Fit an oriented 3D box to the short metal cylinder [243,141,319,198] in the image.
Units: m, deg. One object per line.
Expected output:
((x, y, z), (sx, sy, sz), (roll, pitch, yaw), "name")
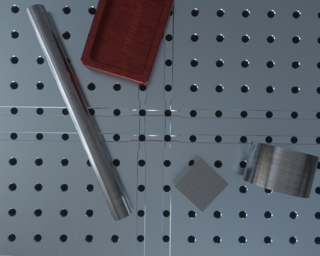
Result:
((0.150, 0.051, 0.388), (0.080, 0.080, 0.050), (14, 90, -1), "short metal cylinder")

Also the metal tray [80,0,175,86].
((-0.041, -0.131, 0.410), (0.090, 0.030, 0.129), (17, 90, -1), "metal tray")

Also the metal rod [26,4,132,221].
((-0.107, -0.020, 0.411), (0.025, 0.025, 0.299), (-23, 90, 0), "metal rod")

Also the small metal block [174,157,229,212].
((0.054, 0.074, 0.414), (0.050, 0.025, 0.050), (43, 90, -1), "small metal block")
